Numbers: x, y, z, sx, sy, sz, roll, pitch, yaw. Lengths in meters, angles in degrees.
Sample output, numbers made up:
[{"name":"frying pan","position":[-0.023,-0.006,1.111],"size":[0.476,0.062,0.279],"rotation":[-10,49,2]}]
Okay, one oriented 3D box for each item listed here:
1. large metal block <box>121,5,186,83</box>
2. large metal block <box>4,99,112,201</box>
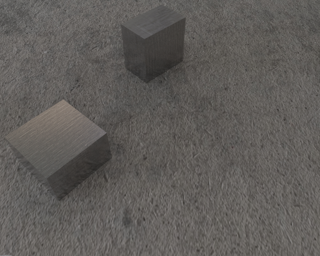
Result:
[{"name":"large metal block","position":[-0.009,-0.129,0.476],"size":[0.080,0.080,0.050],"rotation":[-36,59,-26]},{"name":"large metal block","position":[-0.117,0.024,0.366],"size":[0.080,0.050,0.080],"rotation":[35,58,25]}]
